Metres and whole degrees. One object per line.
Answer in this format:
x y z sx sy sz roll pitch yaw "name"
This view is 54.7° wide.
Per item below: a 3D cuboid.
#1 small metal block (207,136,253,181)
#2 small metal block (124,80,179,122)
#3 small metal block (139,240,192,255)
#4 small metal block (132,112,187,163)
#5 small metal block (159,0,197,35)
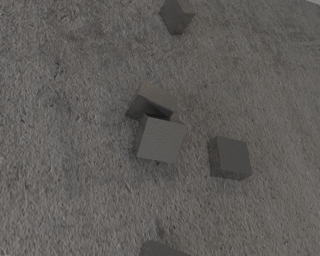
0.096 0.043 0.429 0.050 0.025 0.050 12 57 -22 "small metal block"
-0.011 -0.028 0.398 0.050 0.050 0.025 25 53 -13 "small metal block"
0.002 0.149 0.314 0.050 0.025 0.050 26 53 -12 "small metal block"
-0.001 0.012 0.378 0.050 0.050 0.025 12 12 -22 "small metal block"
0.028 -0.193 0.520 0.025 0.050 0.050 -13 69 -33 "small metal block"
